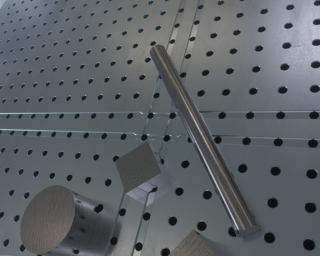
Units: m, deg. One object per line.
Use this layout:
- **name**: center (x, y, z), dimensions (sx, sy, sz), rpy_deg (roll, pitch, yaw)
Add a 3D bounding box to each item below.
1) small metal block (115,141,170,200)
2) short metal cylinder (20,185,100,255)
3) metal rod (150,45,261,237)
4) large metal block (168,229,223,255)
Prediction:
- **small metal block**: center (-0.023, 0.053, 0.388), dimensions (0.050, 0.025, 0.050), rpy_deg (-32, 52, 7)
- **short metal cylinder**: center (-0.123, 0.118, 0.385), dimensions (0.080, 0.050, 0.080), rpy_deg (-13, 56, 21)
- **metal rod**: center (0.041, -0.009, 0.392), dimensions (0.025, 0.025, 0.299), rpy_deg (-30, 52, 9)
- **large metal block**: center (0.036, 0.155, 0.278), dimensions (0.080, 0.050, 0.080), rpy_deg (-45, 51, -3)
